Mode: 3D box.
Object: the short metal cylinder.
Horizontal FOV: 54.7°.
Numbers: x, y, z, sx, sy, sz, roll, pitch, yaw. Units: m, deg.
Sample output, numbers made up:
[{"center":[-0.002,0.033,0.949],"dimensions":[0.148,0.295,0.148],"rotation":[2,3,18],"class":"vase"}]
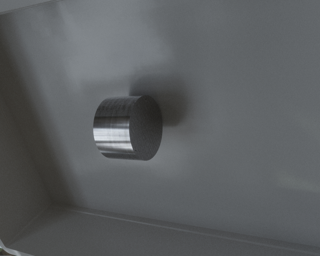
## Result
[{"center":[-0.038,0.000,0.388],"dimensions":[0.050,0.080,0.080],"rotation":[0,119,28],"class":"short metal cylinder"}]
